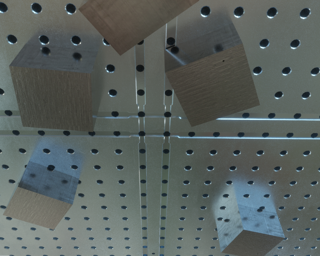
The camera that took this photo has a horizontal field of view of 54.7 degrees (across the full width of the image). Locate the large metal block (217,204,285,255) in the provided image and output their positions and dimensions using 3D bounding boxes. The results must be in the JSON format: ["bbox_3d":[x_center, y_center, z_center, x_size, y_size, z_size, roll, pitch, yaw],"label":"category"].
[{"bbox_3d":[0.161,0.189,0.559,0.081,0.050,0.079,15,128,-13],"label":"large metal block"}]

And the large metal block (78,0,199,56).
[{"bbox_3d":[-0.017,-0.122,0.272,0.080,0.080,0.050,-29,125,22],"label":"large metal block"}]

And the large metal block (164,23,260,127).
[{"bbox_3d":[0.058,-0.057,0.348,0.080,0.050,0.080,-19,128,14],"label":"large metal block"}]

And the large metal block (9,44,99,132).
[{"bbox_3d":[-0.115,-0.045,0.356,0.081,0.050,0.079,5,130,-5],"label":"large metal block"}]

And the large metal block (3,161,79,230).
[{"bbox_3d":[-0.185,0.107,0.484,0.080,0.050,0.080,25,126,-21],"label":"large metal block"}]
